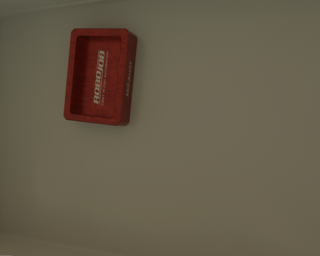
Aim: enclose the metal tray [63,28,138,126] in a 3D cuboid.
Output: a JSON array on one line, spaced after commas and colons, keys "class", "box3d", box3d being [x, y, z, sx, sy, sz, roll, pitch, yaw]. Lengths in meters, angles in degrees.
[{"class": "metal tray", "box3d": [-0.085, -0.072, 0.438, 0.090, 0.030, 0.129, 7, 92, 20]}]
